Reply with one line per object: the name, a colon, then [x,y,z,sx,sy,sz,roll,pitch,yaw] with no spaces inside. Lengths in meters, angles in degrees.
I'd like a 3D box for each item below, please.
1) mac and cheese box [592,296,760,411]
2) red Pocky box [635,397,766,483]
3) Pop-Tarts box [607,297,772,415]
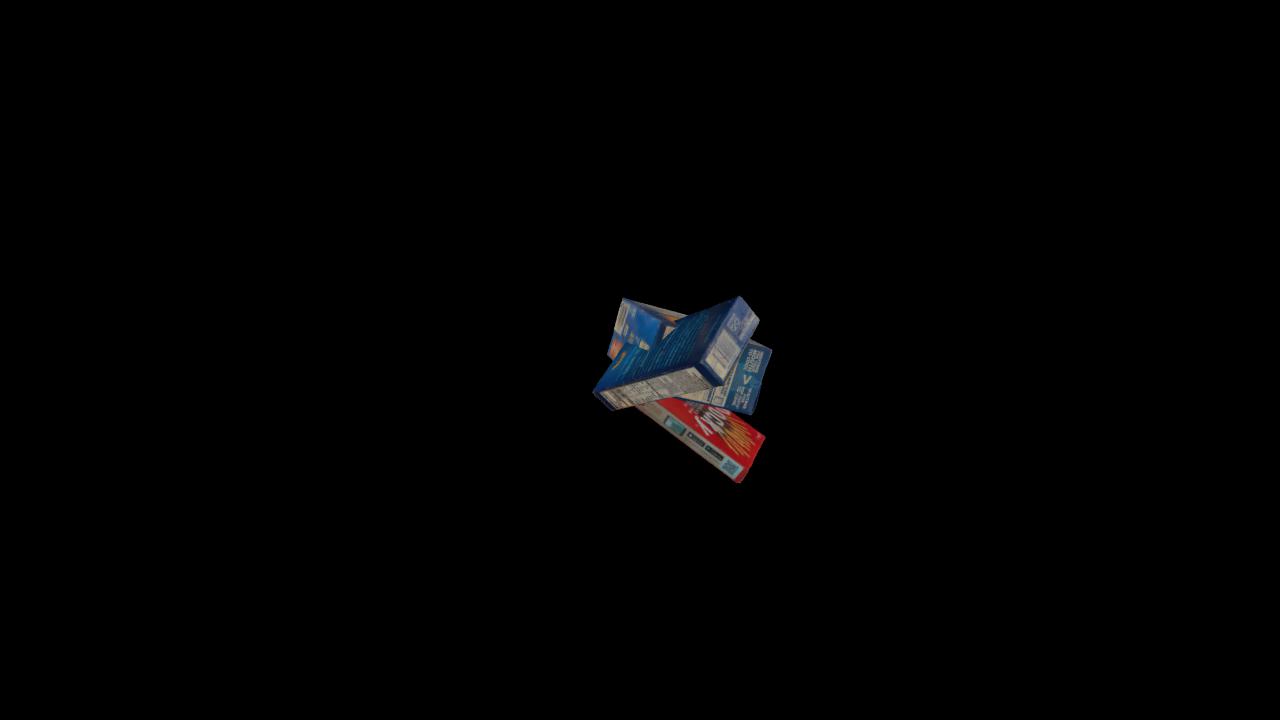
mac and cheese box: [0.032,-0.002,0.648,0.041,0.093,0.184,45,-33,-20]
red Pocky box: [0.066,0.067,0.701,0.155,0.028,0.083,36,29,8]
Pop-Tarts box: [0.052,-0.008,0.743,0.141,0.083,0.167,13,11,-19]
